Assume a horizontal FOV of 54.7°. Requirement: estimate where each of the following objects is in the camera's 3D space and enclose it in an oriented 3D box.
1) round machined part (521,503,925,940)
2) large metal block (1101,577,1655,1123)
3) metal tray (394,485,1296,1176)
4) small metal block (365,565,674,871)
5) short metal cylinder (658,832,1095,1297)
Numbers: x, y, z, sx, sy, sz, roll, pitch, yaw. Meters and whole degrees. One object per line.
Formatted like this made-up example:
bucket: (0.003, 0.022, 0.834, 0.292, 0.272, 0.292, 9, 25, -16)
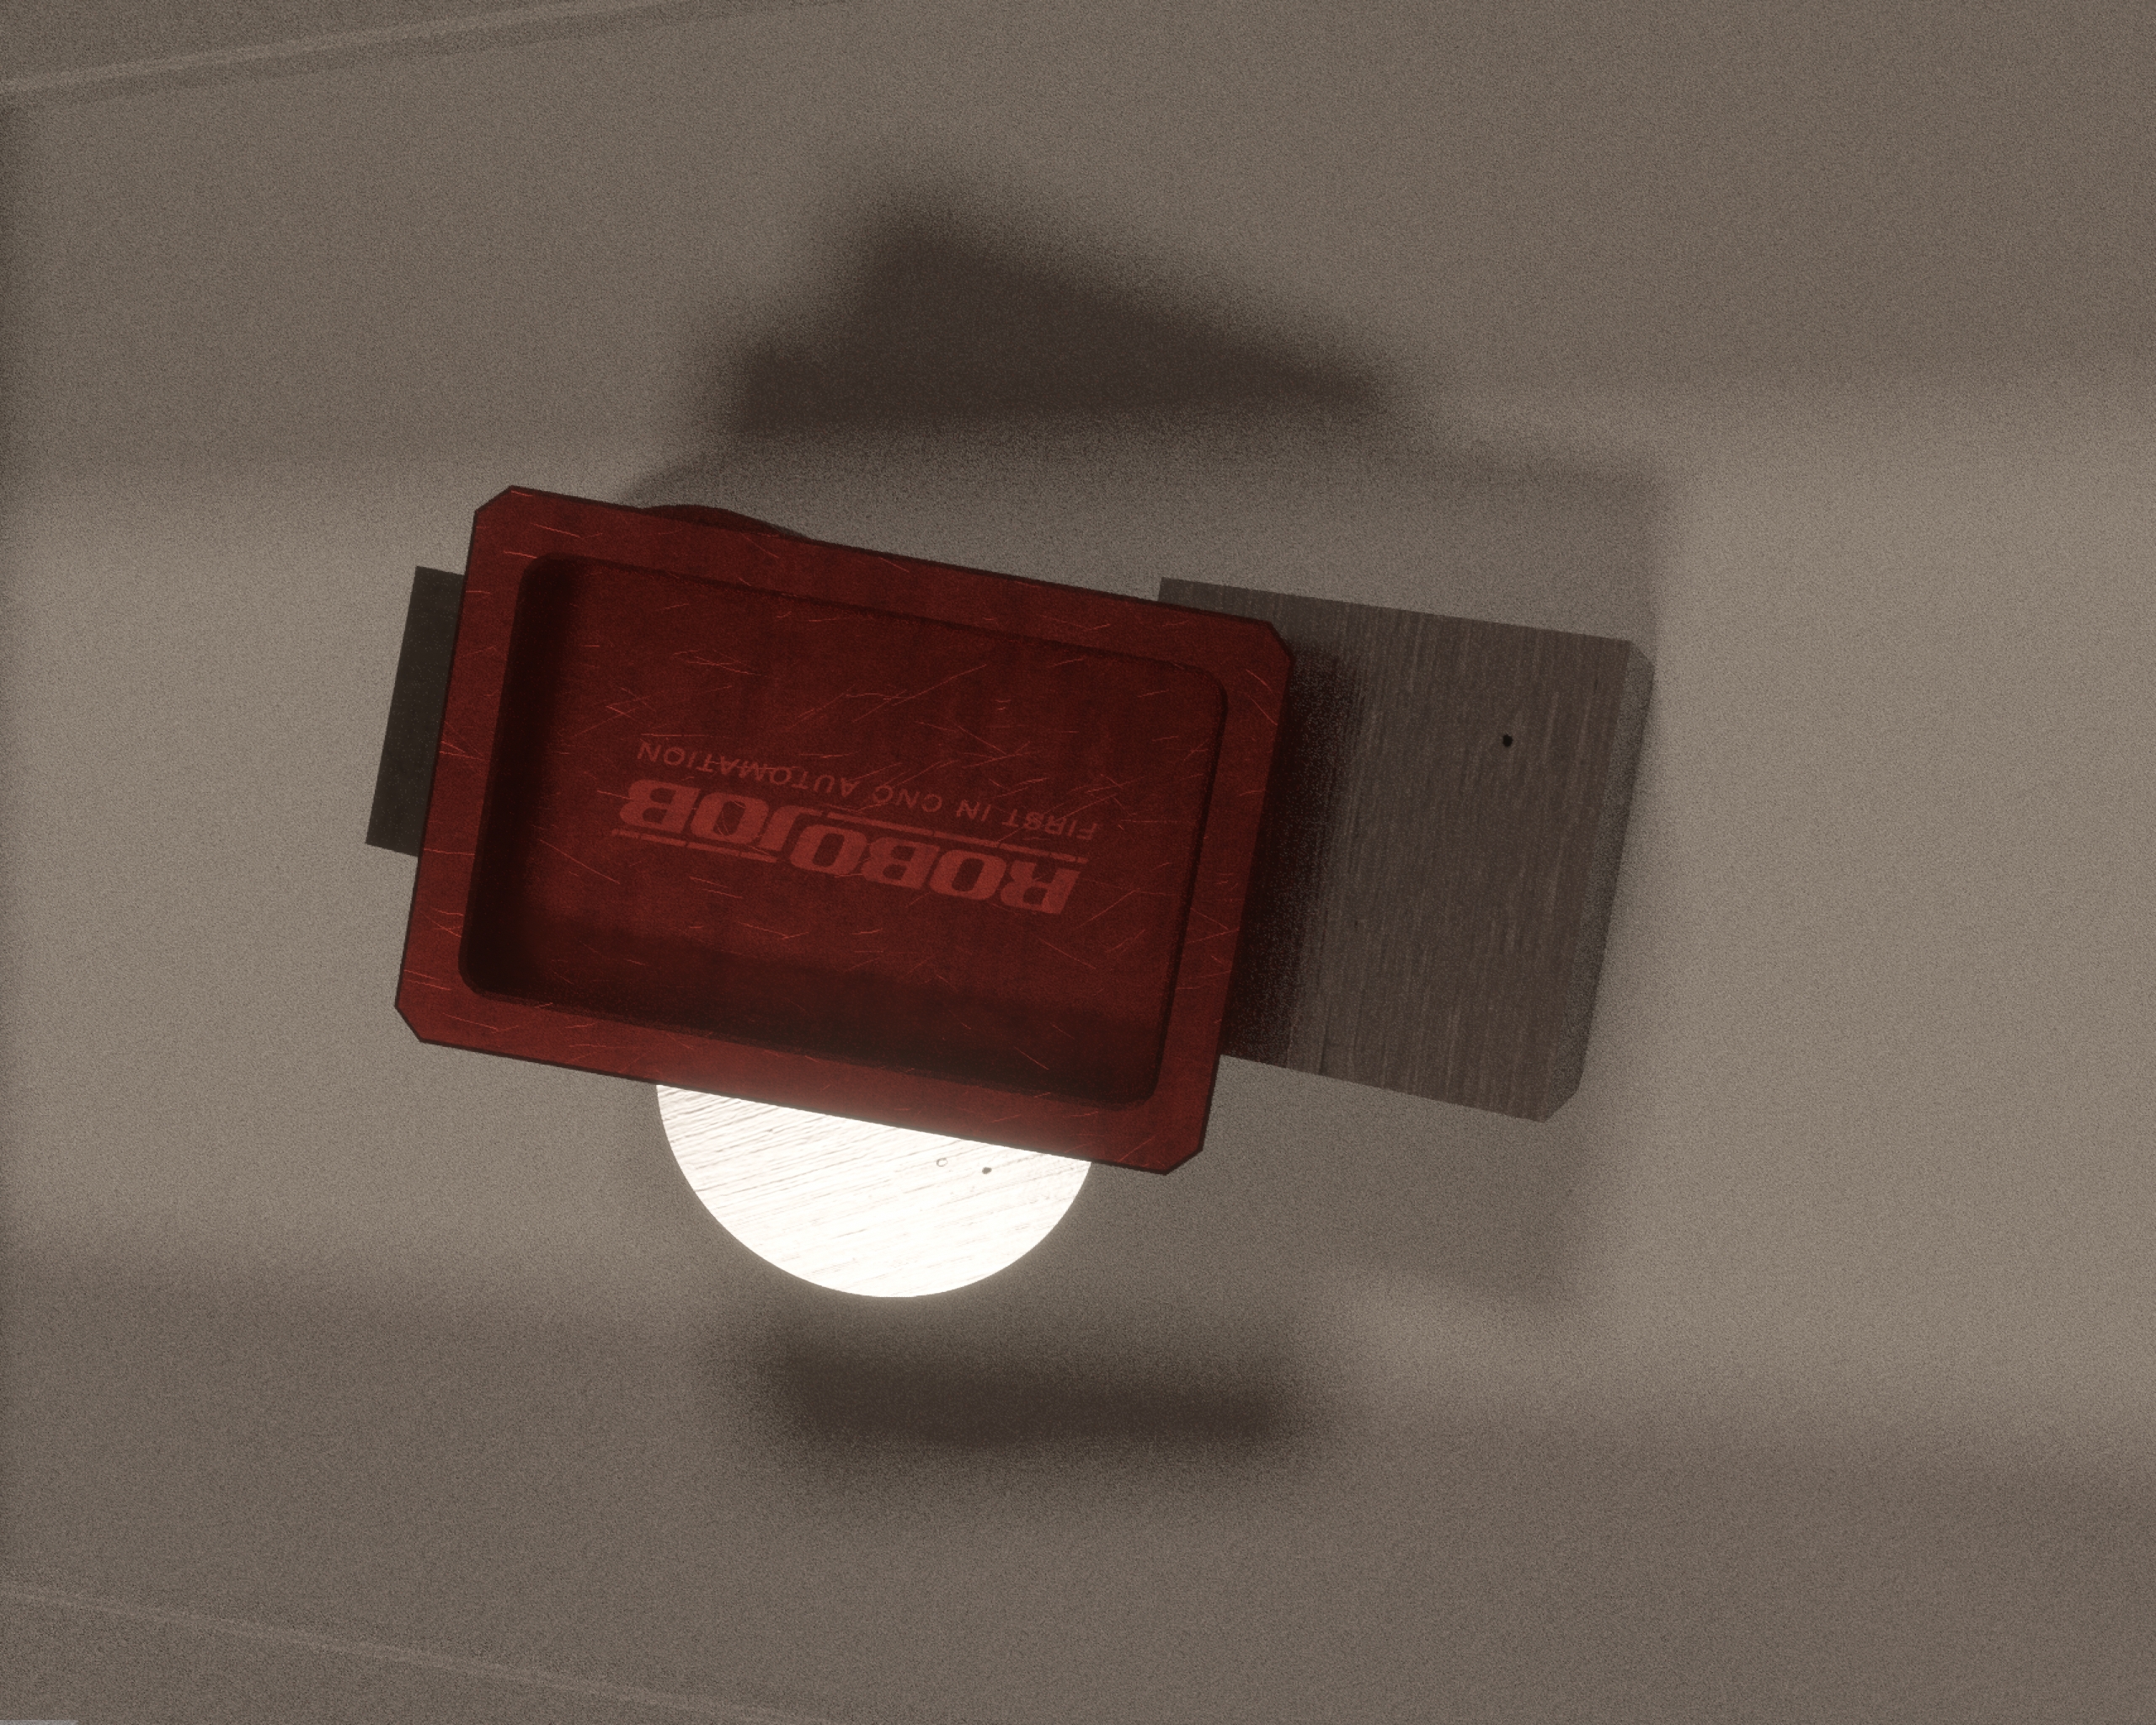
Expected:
round machined part: (-0.084, -0.025, 0.428, 0.098, 0.042, 0.097, 0, 90, 19)
large metal block: (0.054, -0.004, 0.375, 0.080, 0.050, 0.079, 11, 94, 19)
metal tray: (-0.037, -0.006, 0.343, 0.131, 0.030, 0.089, 10, 94, 0)
small metal block: (-0.100, -0.025, 0.385, 0.025, 0.050, 0.050, 13, 95, 19)
short metal cylinder: (-0.032, 0.034, 0.394, 0.080, 0.050, 0.079, 2, 103, 7)
